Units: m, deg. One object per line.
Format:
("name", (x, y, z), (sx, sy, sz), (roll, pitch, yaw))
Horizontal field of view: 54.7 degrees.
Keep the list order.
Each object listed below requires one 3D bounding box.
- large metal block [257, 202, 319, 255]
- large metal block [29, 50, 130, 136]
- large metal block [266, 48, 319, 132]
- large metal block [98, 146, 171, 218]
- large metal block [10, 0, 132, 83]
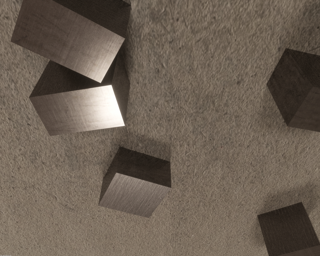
("large metal block", (0.224, 0.185, 0.533), (0.080, 0.080, 0.050), (-24, 126, 18))
("large metal block", (-0.080, -0.041, 0.335), (0.080, 0.080, 0.050), (-8, 130, 6))
("large metal block", (0.176, -0.039, 0.340), (0.081, 0.080, 0.050), (10, 129, -9))
("large metal block", (-0.037, 0.083, 0.461), (0.081, 0.050, 0.079), (19, 128, -16))
("large metal block", (-0.076, -0.098, 0.286), (0.080, 0.080, 0.050), (24, 126, -19))
